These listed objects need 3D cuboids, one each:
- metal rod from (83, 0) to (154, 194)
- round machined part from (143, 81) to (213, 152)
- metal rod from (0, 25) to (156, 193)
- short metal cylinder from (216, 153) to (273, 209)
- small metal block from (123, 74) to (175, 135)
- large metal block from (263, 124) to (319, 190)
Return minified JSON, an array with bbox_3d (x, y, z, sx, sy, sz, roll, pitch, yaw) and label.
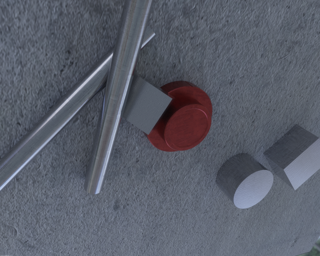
[{"bbox_3d":[-0.045,-0.040,0.328,0.025,0.025,0.298,-1,128,-29],"label":"metal rod"},{"bbox_3d":[0.028,-0.009,0.407,0.099,0.042,0.097,-14,125,-21],"label":"round machined part"},{"bbox_3d":[-0.120,-0.003,0.340,0.300,0.025,0.025,-45,130,2],"label":"metal rod"},{"bbox_3d":[0.144,0.090,0.527,0.081,0.050,0.079,-14,125,-21],"label":"short metal cylinder"},{"bbox_3d":[-0.018,-0.028,0.363,0.050,0.025,0.050,35,102,5],"label":"small metal block"},{"bbox_3d":[0.247,0.054,0.562,0.080,0.050,0.080,-42,130,0],"label":"large metal block"}]
